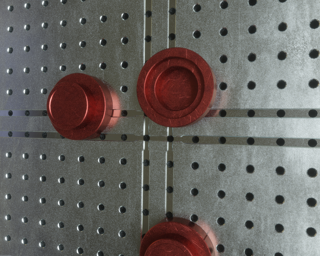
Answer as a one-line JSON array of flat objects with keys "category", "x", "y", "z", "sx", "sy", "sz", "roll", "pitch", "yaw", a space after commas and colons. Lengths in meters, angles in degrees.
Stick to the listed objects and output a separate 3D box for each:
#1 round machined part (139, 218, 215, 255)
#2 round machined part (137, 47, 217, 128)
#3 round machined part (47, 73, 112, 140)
[{"category": "round machined part", "x": 0.018, "y": 0.169, "z": 0.397, "sx": 0.098, "sy": 0.042, "sz": 0.097, "roll": 0, "pitch": 90, "yaw": 20}, {"category": "round machined part", "x": 0.024, "y": -0.049, "z": 0.396, "sx": 0.098, "sy": 0.042, "sz": 0.097, "roll": 0, "pitch": 90, "yaw": 20}, {"category": "round machined part", "x": -0.122, "y": -0.031, "z": 0.447, "sx": 0.098, "sy": 0.042, "sz": 0.097, "roll": 0, "pitch": 90, "yaw": 20}]
